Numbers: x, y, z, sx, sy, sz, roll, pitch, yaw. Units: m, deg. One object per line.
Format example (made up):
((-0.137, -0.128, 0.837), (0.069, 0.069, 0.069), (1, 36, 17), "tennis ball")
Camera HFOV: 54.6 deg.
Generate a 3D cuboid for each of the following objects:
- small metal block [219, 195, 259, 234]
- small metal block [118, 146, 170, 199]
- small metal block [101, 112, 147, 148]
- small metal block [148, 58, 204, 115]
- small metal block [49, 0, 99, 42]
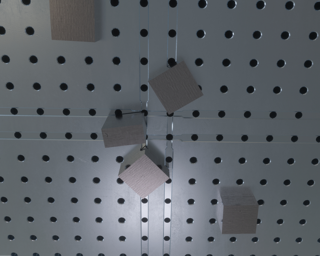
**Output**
((0.116, 0.129, 0.462), (0.050, 0.025, 0.050), (-1, 110, 0), "small metal block")
((-0.022, 0.063, 0.436), (0.050, 0.025, 0.050), (-40, 105, 13), "small metal block")
((-0.044, 0.001, 0.400), (0.050, 0.050, 0.025), (-7, 110, 2), "small metal block")
((0.020, -0.053, 0.394), (0.050, 0.025, 0.050), (-30, 108, 10), "small metal block")
((-0.100, -0.129, 0.365), (0.050, 0.025, 0.050), (3, 110, -1), "small metal block")
